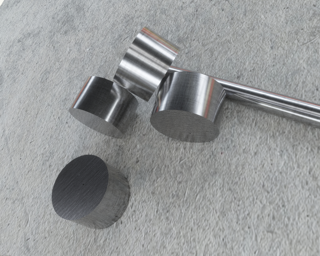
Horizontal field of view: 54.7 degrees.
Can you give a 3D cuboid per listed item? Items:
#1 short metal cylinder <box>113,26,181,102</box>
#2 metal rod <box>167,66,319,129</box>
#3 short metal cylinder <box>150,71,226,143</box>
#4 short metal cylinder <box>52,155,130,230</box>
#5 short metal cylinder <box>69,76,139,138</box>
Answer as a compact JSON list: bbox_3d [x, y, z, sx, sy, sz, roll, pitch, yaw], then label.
[{"bbox_3d":[-0.016,-0.079,0.391,0.050,0.080,0.080,31,75,-5],"label":"short metal cylinder"},{"bbox_3d":[0.122,-0.031,0.359,0.300,0.025,0.025,23,74,36],"label":"metal rod"},{"bbox_3d":[0.033,-0.022,0.365,0.080,0.080,0.050,1,62,28],"label":"short metal cylinder"},{"bbox_3d":[-0.084,0.080,0.383,0.080,0.050,0.080,-13,56,21],"label":"short metal cylinder"},{"bbox_3d":[-0.076,-0.027,0.425,0.080,0.080,0.050,12,68,33],"label":"short metal cylinder"}]
